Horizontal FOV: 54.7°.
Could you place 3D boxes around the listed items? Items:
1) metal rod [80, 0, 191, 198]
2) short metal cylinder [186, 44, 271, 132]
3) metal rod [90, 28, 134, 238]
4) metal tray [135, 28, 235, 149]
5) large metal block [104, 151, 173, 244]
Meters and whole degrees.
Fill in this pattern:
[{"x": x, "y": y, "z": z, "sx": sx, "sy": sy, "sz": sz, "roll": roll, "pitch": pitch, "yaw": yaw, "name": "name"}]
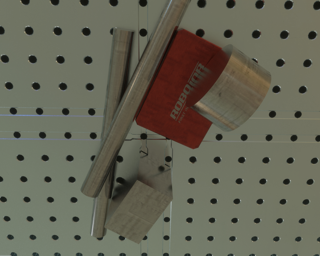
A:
[{"x": -0.027, "y": -0.047, "z": 0.377, "sx": 0.025, "sy": 0.025, "sz": 0.298, "roll": 25, "pitch": 101, "yaw": -9, "name": "metal rod"}, {"x": 0.072, "y": -0.043, "z": 0.336, "sx": 0.050, "sy": 0.080, "sz": 0.080, "roll": 33, "pitch": 107, "yaw": -12, "name": "short metal cylinder"}, {"x": -0.068, "y": 0.020, "z": 0.420, "sx": 0.025, "sy": 0.025, "sz": 0.298, "roll": 9, "pitch": 110, "yaw": -4, "name": "metal rod"}, {"x": 0.036, "y": -0.047, "z": 0.393, "sx": 0.090, "sy": 0.030, "sz": 0.129, "roll": 24, "pitch": 108, "yaw": -9, "name": "metal tray"}, {"x": -0.027, "y": 0.091, "z": 0.417, "sx": 0.050, "sy": 0.080, "sz": 0.080, "roll": 31, "pitch": 107, "yaw": -11, "name": "large metal block"}]
